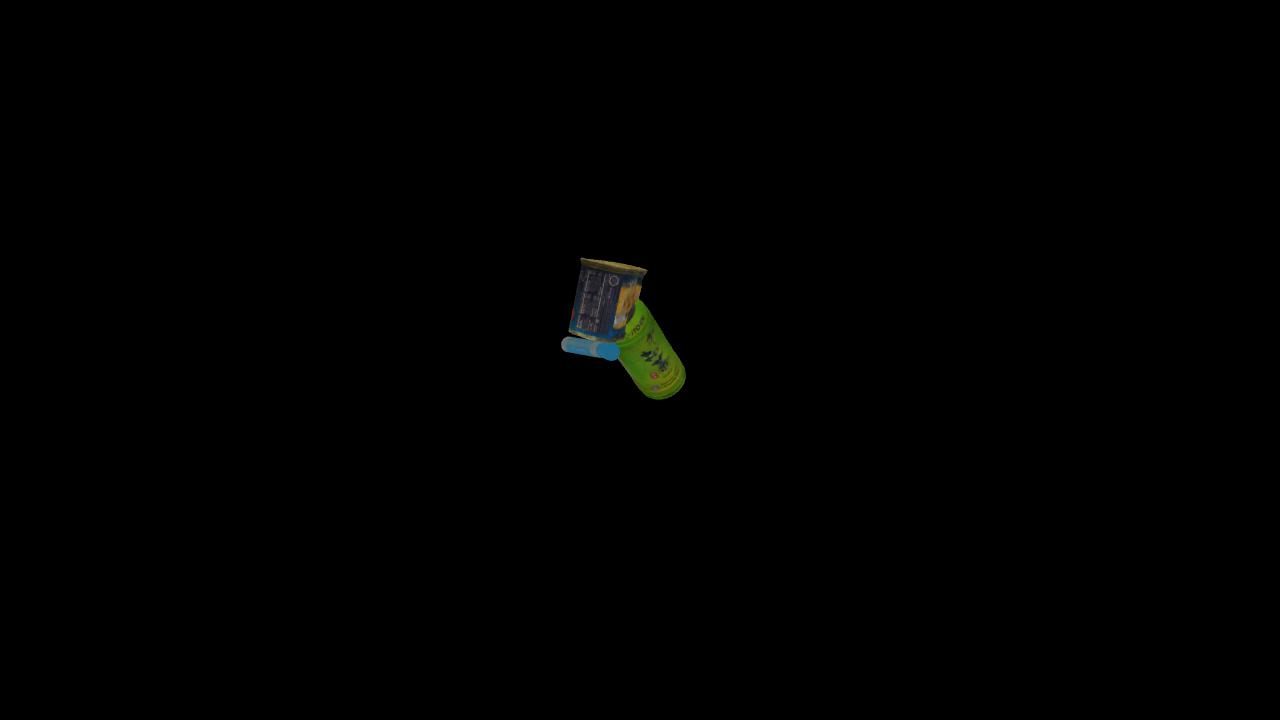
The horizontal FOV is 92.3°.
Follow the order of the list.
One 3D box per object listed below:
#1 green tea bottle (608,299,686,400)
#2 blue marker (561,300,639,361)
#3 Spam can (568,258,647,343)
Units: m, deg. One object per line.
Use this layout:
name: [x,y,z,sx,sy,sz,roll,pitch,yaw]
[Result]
green tea bottle: [-0.006,-0.025,0.769,0.073,0.073,0.212,0,-28,26]
blue marker: [-0.055,-0.013,0.672,0.020,0.020,0.121,0,5,-30]
Spam can: [-0.036,-0.068,0.704,0.058,0.085,0.101,15,11,16]
